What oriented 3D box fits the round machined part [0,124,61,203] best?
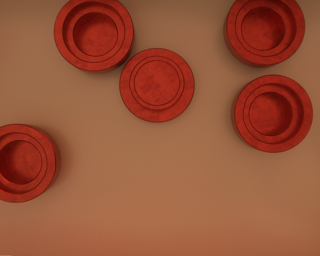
[{"bbox_3d":[-0.177,0.043,0.401,0.099,0.042,0.097,0,90,-1],"label":"round machined part"}]

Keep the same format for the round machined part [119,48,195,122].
[{"bbox_3d":[-0.004,-0.056,0.403,0.099,0.042,0.097,0,90,-1],"label":"round machined part"}]

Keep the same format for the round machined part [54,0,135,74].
[{"bbox_3d":[-0.082,-0.119,0.402,0.099,0.042,0.097,0,90,-1],"label":"round machined part"}]

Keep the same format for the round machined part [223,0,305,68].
[{"bbox_3d":[0.132,-0.126,0.405,0.099,0.042,0.097,0,90,-1],"label":"round machined part"}]

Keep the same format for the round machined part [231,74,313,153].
[{"bbox_3d":[0.141,-0.018,0.405,0.099,0.042,0.097,0,90,-1],"label":"round machined part"}]
